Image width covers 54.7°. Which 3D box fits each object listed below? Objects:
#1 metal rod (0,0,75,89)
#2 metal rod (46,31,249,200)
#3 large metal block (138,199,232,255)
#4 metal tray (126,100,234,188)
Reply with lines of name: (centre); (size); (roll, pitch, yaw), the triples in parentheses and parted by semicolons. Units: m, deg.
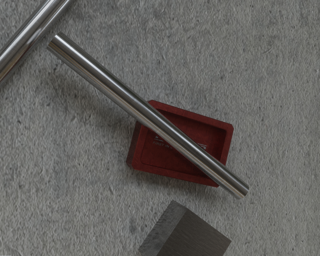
metal rod: (-0.131, -0.132, 0.360); (0.025, 0.025, 0.300); (38, 78, -17)
metal rod: (-0.002, -0.004, 0.376); (0.301, 0.025, 0.025); (39, 78, -16)
large metal block: (0.032, 0.155, 0.409); (0.080, 0.050, 0.080); (40, 77, -16)
metal tray: (0.029, 0.023, 0.418); (0.131, 0.030, 0.090); (16, 85, -20)
